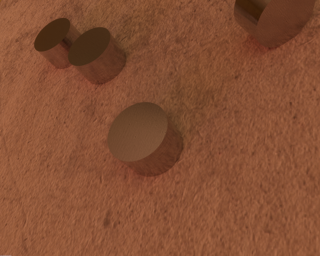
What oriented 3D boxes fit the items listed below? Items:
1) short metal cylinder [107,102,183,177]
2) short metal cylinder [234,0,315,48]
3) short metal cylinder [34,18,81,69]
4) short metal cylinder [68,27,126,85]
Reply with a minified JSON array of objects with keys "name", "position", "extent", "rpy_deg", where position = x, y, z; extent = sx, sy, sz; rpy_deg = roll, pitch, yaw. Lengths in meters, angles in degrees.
[{"name":"short metal cylinder","position":[-0.018,0.015,0.387],"extent":[0.080,0.050,0.080],"rpy_deg":[-13,56,20]},{"name":"short metal cylinder","position":[0.141,-0.149,0.386],"extent":[0.080,0.080,0.050],"rpy_deg":[-34,52,6]},{"name":"short metal cylinder","position":[-0.185,-0.158,0.579],"extent":[0.080,0.050,0.080],"rpy_deg":[-13,56,20]},{"name":"short metal cylinder","position":[-0.103,-0.119,0.513],"extent":[0.080,0.050,0.080],"rpy_deg":[-13,56,20]}]
